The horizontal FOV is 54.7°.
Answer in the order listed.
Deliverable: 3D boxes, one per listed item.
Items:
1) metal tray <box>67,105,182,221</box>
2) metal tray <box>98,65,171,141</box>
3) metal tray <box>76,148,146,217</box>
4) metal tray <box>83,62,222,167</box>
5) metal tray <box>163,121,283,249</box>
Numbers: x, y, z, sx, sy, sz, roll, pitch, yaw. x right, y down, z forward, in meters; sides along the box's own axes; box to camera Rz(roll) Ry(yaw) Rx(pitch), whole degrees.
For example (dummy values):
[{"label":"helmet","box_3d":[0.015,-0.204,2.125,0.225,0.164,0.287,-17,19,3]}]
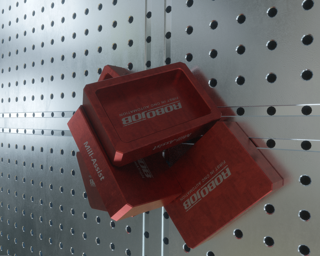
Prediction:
[{"label":"metal tray","box_3d":[-0.040,0.033,0.358,0.030,0.091,0.130,-46,63,30]},{"label":"metal tray","box_3d":[-0.049,-0.020,0.444,0.130,0.030,0.089,43,116,31]},{"label":"metal tray","box_3d":[-0.068,0.069,0.429,0.130,0.030,0.089,-12,93,54]},{"label":"metal tray","box_3d":[-0.008,-0.021,0.346,0.090,0.131,0.030,59,151,23]},{"label":"metal tray","box_3d":[0.059,0.065,0.355,0.129,0.030,0.090,-48,62,29]}]
